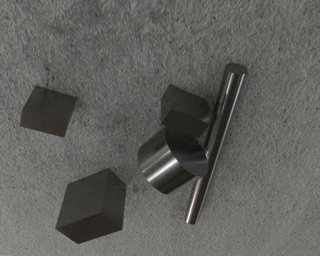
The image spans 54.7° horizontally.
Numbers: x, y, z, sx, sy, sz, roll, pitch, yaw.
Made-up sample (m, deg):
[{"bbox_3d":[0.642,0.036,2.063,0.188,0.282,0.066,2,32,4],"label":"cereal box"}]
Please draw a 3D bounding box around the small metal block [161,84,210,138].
[{"bbox_3d":[0.029,-0.021,0.374,0.050,0.050,0.025,21,127,-17],"label":"small metal block"}]

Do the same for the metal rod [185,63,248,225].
[{"bbox_3d":[0.071,0.046,0.447,0.025,0.025,0.298,4,130,-4],"label":"metal rod"}]

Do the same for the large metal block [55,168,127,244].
[{"bbox_3d":[-0.101,0.118,0.470,0.080,0.080,0.050,-23,127,18],"label":"large metal block"}]

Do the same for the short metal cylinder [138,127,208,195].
[{"bbox_3d":[0.018,0.041,0.406,0.080,0.080,0.050,36,121,-27],"label":"short metal cylinder"}]

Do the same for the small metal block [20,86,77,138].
[{"bbox_3d":[-0.132,-0.020,0.372,0.050,0.050,0.025,16,128,-14],"label":"small metal block"}]
